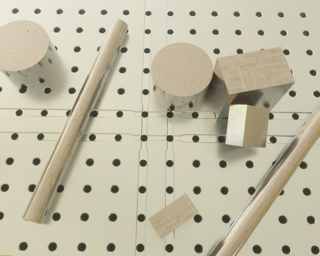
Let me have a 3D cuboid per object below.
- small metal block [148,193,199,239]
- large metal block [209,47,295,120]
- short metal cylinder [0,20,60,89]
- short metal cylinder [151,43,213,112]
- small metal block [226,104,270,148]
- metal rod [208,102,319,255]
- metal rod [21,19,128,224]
[{"bbox_3d":[0.015,0.104,0.361,0.050,0.050,0.025,-32,73,-11],"label":"small metal block"},{"bbox_3d":[0.113,-0.055,0.403,0.081,0.080,0.050,-11,71,-4],"label":"large metal block"},{"bbox_3d":[-0.188,-0.102,0.434,0.081,0.050,0.080,0,70,0],"label":"short metal cylinder"},{"bbox_3d":[0.029,-0.068,0.423,0.081,0.050,0.080,0,70,0],"label":"short metal cylinder"},{"bbox_3d":[0.111,-0.002,0.391,0.050,0.025,0.050,5,91,-40],"label":"small metal block"},{"bbox_3d":[0.142,0.069,0.387,0.025,0.025,0.301,38,74,12],"label":"metal rod"},{"bbox_3d":[-0.106,-0.023,0.419,0.025,0.025,0.299,17,71,6],"label":"metal rod"}]
